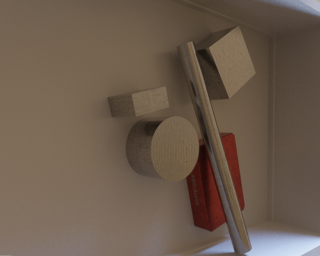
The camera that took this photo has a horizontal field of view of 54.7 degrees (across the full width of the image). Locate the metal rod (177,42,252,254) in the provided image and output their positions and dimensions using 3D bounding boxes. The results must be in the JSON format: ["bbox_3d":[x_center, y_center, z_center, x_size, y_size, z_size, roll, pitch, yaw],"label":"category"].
[{"bbox_3d":[0.076,0.029,0.431,0.025,0.025,0.298,-19,94,-39],"label":"metal rod"}]

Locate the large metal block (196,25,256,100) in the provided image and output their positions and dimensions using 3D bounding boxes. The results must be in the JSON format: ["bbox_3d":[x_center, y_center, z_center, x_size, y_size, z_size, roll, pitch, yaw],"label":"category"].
[{"bbox_3d":[0.092,-0.097,0.470,0.080,0.050,0.080,-41,115,-32],"label":"large metal block"}]

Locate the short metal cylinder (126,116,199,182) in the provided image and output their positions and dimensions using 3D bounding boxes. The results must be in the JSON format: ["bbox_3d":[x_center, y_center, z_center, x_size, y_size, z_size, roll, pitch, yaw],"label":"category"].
[{"bbox_3d":[0.004,0.025,0.396,0.081,0.050,0.079,0,90,-40],"label":"short metal cylinder"}]

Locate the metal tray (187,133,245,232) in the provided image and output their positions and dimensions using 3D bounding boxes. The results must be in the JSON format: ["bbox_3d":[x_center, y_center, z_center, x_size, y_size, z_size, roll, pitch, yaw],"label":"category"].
[{"bbox_3d":[0.085,0.079,0.477,0.091,0.030,0.129,-17,101,-39],"label":"metal tray"}]

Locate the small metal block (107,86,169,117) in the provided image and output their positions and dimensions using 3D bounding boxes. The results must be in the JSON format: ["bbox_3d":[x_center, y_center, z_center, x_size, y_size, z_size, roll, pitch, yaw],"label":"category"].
[{"bbox_3d":[-0.026,-0.031,0.370,0.050,0.050,0.025,-19,102,-39],"label":"small metal block"}]
